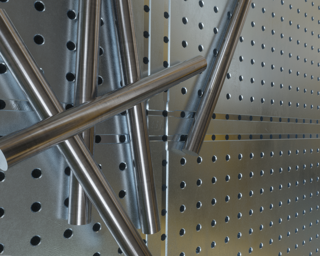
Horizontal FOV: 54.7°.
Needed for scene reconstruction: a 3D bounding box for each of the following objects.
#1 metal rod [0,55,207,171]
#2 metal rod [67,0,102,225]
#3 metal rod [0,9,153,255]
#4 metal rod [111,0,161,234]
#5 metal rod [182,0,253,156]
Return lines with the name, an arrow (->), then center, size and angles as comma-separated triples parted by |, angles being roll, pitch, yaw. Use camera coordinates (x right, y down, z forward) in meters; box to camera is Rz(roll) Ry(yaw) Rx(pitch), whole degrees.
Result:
metal rod -> -0.033, -0.036, 0.342 | 0.302, 0.025, 0.025 | -32, 111, -45
metal rod -> -0.081, -0.047, 0.341 | 0.025, 0.025, 0.298 | 4, 88, -40
metal rod -> -0.084, 0.027, 0.311 | 0.025, 0.025, 0.299 | -36, 104, -34
metal rod -> -0.029, -0.015, 0.386 | 0.025, 0.025, 0.298 | -12, 98, -40
metal rod -> 0.097, -0.097, 0.492 | 0.025, 0.025, 0.299 | 35, 69, -35
